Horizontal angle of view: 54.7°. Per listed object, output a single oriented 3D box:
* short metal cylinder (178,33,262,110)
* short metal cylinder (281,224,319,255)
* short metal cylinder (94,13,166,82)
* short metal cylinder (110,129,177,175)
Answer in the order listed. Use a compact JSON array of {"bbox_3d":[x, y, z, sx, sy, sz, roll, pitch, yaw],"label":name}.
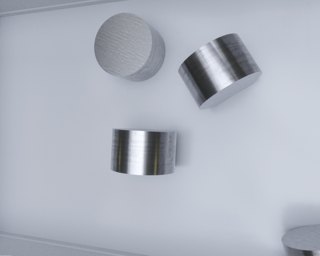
[{"bbox_3d":[0.068,-0.063,0.357,0.080,0.080,0.050,-31,80,17],"label":"short metal cylinder"},{"bbox_3d":[0.174,0.136,0.320,0.080,0.080,0.050,-14,85,19],"label":"short metal cylinder"},{"bbox_3d":[-0.039,-0.104,0.411,0.080,0.050,0.080,0,90,20],"label":"short metal cylinder"},{"bbox_3d":[-0.020,0.027,0.388,0.080,0.080,0.050,3,91,20],"label":"short metal cylinder"}]
